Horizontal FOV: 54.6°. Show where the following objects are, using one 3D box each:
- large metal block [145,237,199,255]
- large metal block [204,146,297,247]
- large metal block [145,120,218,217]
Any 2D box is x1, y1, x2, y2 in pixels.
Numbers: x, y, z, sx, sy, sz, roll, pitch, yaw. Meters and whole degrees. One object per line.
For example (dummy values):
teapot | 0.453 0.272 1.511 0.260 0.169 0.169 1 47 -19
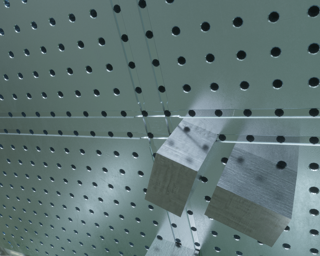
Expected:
large metal block | 0.014 0.241 0.518 0.080 0.080 0.050 11 123 22
large metal block | 0.108 0.077 0.366 0.080 0.080 0.050 23 127 14
large metal block | 0.027 0.049 0.392 0.050 0.080 0.079 24 127 14
